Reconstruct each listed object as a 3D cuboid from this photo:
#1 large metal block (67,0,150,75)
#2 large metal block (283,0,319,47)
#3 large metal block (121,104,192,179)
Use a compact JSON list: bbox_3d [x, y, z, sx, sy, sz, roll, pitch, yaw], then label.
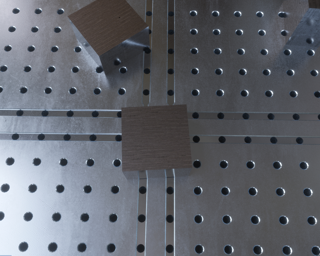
[{"bbox_3d":[-0.072,-0.138,0.449,0.080,0.050,0.080,-35,74,-12],"label":"large metal block"},{"bbox_3d":[0.220,-0.176,0.448,0.050,0.080,0.080,5,70,2],"label":"large metal block"},{"bbox_3d":[-0.005,0.019,0.392,0.080,0.050,0.080,-3,70,-1],"label":"large metal block"}]
